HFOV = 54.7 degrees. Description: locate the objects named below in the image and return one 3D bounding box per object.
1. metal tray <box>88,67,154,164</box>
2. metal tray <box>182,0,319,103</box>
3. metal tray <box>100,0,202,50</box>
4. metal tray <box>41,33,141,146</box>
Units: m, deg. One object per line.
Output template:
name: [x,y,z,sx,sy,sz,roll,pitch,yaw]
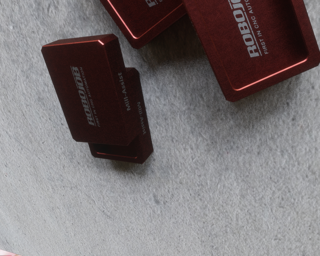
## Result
metal tray: [-0.065,-0.016,0.425,0.090,0.030,0.129,4,121,25]
metal tray: [0.077,-0.099,0.279,0.090,0.030,0.130,-24,107,11]
metal tray: [-0.027,-0.159,0.317,0.090,0.030,0.130,-27,104,37]
metal tray: [-0.082,-0.043,0.379,0.090,0.030,0.129,2,120,26]
